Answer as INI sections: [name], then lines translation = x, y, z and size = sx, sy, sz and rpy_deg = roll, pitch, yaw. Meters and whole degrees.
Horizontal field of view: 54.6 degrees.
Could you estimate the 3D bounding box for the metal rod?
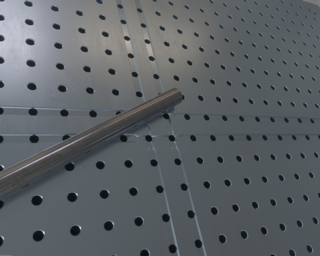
[metal rod]
translation = -0.080, 0.014, 0.356
size = 0.302, 0.025, 0.025
rpy_deg = -30, 79, -38
